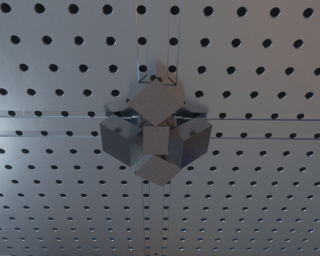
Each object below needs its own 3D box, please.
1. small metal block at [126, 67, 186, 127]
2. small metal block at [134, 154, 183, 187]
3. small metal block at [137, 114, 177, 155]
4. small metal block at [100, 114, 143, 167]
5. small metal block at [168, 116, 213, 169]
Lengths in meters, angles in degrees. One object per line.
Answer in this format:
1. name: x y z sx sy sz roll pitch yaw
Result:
1. small metal block: -0.005 -0.037 0.380 0.050 0.025 0.050 -37 121 26
2. small metal block: -0.002 0.055 0.457 0.050 0.025 0.050 28 125 -20
3. small metal block: -0.004 0.009 0.418 0.050 0.025 0.050 1 129 -1
4. small metal block: -0.050 0.016 0.408 0.050 0.025 0.050 27 137 25
5. small metal block: 0.039 0.019 0.410 0.050 0.025 0.050 -27 139 -31
